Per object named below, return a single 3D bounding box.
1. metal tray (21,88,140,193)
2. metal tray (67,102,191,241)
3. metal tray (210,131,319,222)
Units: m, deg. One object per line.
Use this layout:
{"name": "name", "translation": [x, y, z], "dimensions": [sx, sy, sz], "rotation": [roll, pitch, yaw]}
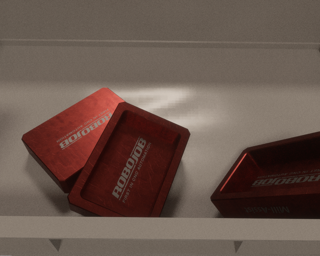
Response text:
{"name": "metal tray", "translation": [-0.091, 0.010, 0.393], "dimensions": [0.131, 0.030, 0.090], "rotation": [-37, 59, -27]}
{"name": "metal tray", "translation": [-0.030, 0.043, 0.340], "dimensions": [0.090, 0.030, 0.130], "rotation": [24, 60, -1]}
{"name": "metal tray", "translation": [0.121, 0.047, 0.302], "dimensions": [0.030, 0.130, 0.090], "rotation": [53, 55, -11]}
